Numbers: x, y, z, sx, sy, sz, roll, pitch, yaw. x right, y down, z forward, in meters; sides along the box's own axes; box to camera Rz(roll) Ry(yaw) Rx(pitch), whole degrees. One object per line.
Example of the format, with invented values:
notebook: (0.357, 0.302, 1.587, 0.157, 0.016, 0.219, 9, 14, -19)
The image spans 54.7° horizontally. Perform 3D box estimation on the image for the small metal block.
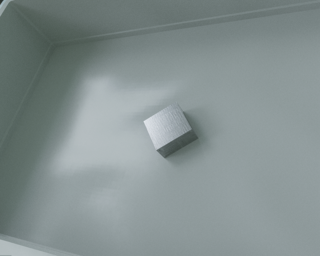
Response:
small metal block: (0.013, 0.002, 0.396, 0.050, 0.025, 0.050, -31, 52, 7)
